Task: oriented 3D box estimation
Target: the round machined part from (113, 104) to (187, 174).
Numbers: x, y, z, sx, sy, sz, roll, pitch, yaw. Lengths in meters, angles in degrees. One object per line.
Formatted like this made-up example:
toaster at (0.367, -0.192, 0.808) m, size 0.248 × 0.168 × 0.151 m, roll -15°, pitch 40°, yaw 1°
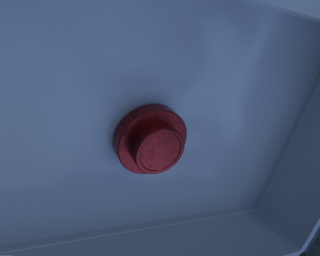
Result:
round machined part at (-0.007, 0.021, 0.404) m, size 0.099 × 0.042 × 0.097 m, roll -14°, pitch 125°, yaw -21°
